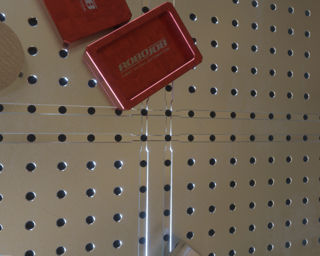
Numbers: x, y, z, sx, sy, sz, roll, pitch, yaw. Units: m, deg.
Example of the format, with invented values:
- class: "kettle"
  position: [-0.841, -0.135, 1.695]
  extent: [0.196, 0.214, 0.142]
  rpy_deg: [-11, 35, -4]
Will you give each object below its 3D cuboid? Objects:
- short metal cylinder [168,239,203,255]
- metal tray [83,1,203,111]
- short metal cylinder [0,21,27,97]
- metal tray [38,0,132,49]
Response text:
- class: "short metal cylinder"
  position: [0.043, 0.189, 0.400]
  extent: [0.080, 0.080, 0.050]
  rpy_deg: [41, 77, -16]
- class: "metal tray"
  position: [-0.019, -0.092, 0.402]
  extent: [0.131, 0.030, 0.090]
  rpy_deg: [-35, 102, -17]
- class: "short metal cylinder"
  position: [-0.187, -0.073, 0.330]
  extent: [0.081, 0.050, 0.079]
  rpy_deg: [0, 90, -20]
- class: "metal tray"
  position: [-0.103, -0.173, 0.372]
  extent: [0.091, 0.030, 0.129]
  rpy_deg: [-28, 100, -18]
